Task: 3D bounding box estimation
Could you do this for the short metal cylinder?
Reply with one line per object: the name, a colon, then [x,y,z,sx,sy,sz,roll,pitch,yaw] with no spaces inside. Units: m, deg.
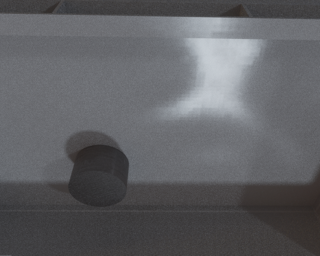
short metal cylinder: [-0.087,0.070,0.451,0.081,0.050,0.079,0,130,0]
